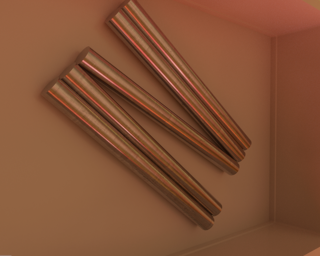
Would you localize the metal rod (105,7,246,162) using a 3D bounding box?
[{"bbox_3d":[0.038,-0.042,0.436,0.300,0.025,0.025,44,64,-31],"label":"metal rod"}]

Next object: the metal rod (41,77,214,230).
[{"bbox_3d":[-0.020,0.050,0.388,0.300,0.025,0.025,45,63,-31],"label":"metal rod"}]

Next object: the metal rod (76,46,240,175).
[{"bbox_3d":[0.017,-0.006,0.419,0.301,0.025,0.025,35,68,-34],"label":"metal rod"}]

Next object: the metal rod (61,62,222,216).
[{"bbox_3d":[-0.006,0.032,0.400,0.300,0.025,0.025,45,63,-31],"label":"metal rod"}]

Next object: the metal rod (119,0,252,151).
[{"bbox_3d":[0.051,-0.061,0.447,0.300,0.025,0.025,44,64,-31],"label":"metal rod"}]
